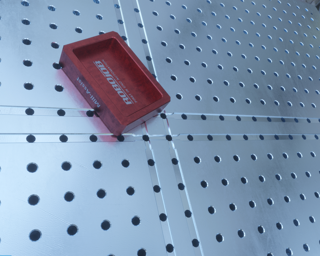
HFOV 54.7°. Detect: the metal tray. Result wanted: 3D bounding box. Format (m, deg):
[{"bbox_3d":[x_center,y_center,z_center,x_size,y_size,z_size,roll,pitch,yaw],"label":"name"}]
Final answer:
[{"bbox_3d":[-0.059,-0.063,0.412,0.091,0.030,0.130,-32,80,-38],"label":"metal tray"}]
